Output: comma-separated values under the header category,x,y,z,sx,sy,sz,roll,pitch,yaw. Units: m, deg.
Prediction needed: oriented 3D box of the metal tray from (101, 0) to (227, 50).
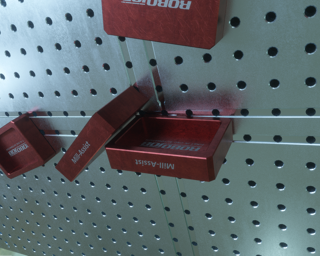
category,x,y,z,sx,sy,sz,roll,pitch,yaw
metal tray,0.002,-0.138,0.321,0.130,0.030,0.089,14,124,20

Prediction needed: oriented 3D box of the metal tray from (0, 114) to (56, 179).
category,x,y,z,sx,sy,sz,roll,pitch,yaw
metal tray,-0.260,0.037,0.564,0.130,0.030,0.090,-22,107,36

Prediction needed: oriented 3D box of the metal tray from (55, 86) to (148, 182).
category,x,y,z,sx,sy,sz,roll,pitch,yaw
metal tray,-0.079,0.009,0.414,0.030,0.090,0.129,43,129,-2

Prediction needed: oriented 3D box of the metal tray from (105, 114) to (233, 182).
category,x,y,z,sx,sy,sz,roll,pitch,yaw
metal tray,0.013,0.018,0.372,0.130,0.090,0.030,4,120,26
